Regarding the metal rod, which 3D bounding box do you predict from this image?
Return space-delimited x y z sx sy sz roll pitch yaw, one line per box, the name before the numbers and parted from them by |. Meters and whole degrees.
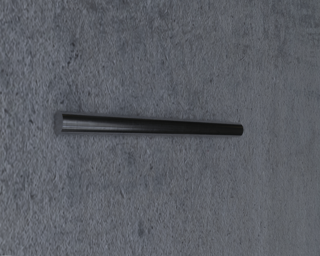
metal rod | 0.011 -0.001 0.415 0.302 0.025 0.025 2 89 -40
